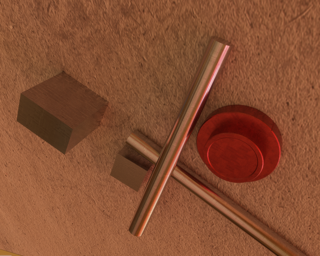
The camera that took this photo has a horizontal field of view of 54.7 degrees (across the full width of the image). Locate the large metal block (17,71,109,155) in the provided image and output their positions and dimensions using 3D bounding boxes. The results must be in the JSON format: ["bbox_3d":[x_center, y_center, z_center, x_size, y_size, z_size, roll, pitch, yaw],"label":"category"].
[{"bbox_3d":[-0.131,-0.023,0.424,0.080,0.080,0.050,34,129,5],"label":"large metal block"}]

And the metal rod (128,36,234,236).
[{"bbox_3d":[0.014,0.031,0.390,0.025,0.025,0.298,28,120,10],"label":"metal rod"}]

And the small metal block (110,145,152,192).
[{"bbox_3d":[-0.042,0.060,0.465,0.050,0.025,0.050,30,128,8],"label":"small metal block"}]

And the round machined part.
[{"bbox_3d":[0.089,0.025,0.364,0.098,0.042,0.097,13,124,20],"label":"round machined part"}]

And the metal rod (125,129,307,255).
[{"bbox_3d":[0.080,0.100,0.425,0.301,0.025,0.025,36,129,3],"label":"metal rod"}]
